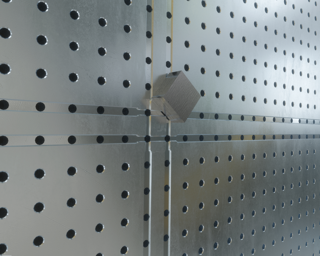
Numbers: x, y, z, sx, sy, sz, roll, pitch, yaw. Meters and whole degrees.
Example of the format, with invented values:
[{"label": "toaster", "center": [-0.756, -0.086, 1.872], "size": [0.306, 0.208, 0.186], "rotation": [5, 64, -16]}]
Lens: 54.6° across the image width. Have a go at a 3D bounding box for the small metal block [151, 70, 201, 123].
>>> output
[{"label": "small metal block", "center": [0.023, -0.042, 0.427], "size": [0.050, 0.025, 0.050], "rotation": [48, 62, -29]}]
